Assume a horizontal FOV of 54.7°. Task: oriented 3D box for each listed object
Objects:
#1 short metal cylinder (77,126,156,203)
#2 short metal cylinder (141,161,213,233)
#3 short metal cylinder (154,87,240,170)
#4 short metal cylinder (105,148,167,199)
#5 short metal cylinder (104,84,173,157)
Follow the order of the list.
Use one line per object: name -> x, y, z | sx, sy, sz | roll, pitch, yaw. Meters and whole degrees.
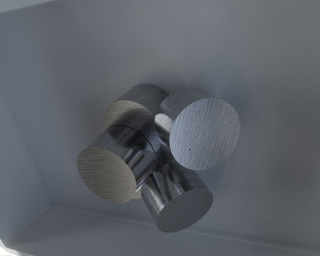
short metal cylinder -> -0.052, 0.044, 0.377 | 0.080, 0.050, 0.079 | 13, 124, 20
short metal cylinder -> 0.022, 0.090, 0.405 | 0.050, 0.081, 0.079 | 54, 144, 44
short metal cylinder -> 0.040, 0.000, 0.342 | 0.081, 0.050, 0.079 | -7, 111, -17
short metal cylinder -> -0.038, 0.054, 0.443 | 0.080, 0.050, 0.079 | 13, 124, 20
short metal cylinder -> -0.024, -0.009, 0.395 | 0.080, 0.050, 0.079 | 13, 124, 20
